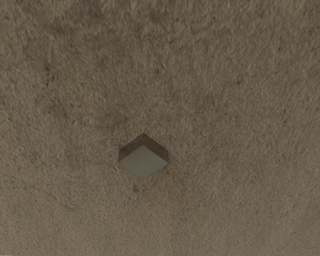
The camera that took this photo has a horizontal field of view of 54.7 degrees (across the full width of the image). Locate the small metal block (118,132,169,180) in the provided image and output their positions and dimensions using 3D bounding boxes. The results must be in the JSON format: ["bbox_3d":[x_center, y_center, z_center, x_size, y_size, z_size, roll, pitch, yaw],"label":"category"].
[{"bbox_3d":[-0.024,0.041,0.442,0.050,0.025,0.050,-36,122,26],"label":"small metal block"}]
